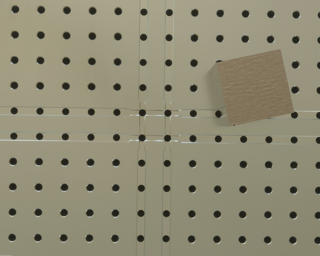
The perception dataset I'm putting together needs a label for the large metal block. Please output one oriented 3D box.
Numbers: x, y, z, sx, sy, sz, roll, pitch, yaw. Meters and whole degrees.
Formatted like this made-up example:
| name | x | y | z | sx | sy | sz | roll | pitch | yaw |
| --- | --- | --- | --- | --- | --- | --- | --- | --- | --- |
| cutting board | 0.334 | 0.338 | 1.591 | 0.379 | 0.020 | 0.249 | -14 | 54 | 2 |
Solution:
| name | x | y | z | sx | sy | sz | roll | pitch | yaw |
| --- | --- | --- | --- | --- | --- | --- | --- | --- | --- |
| large metal block | 0.116 | -0.049 | 0.402 | 0.080 | 0.050 | 0.080 | -12 | 90 | -1 |
